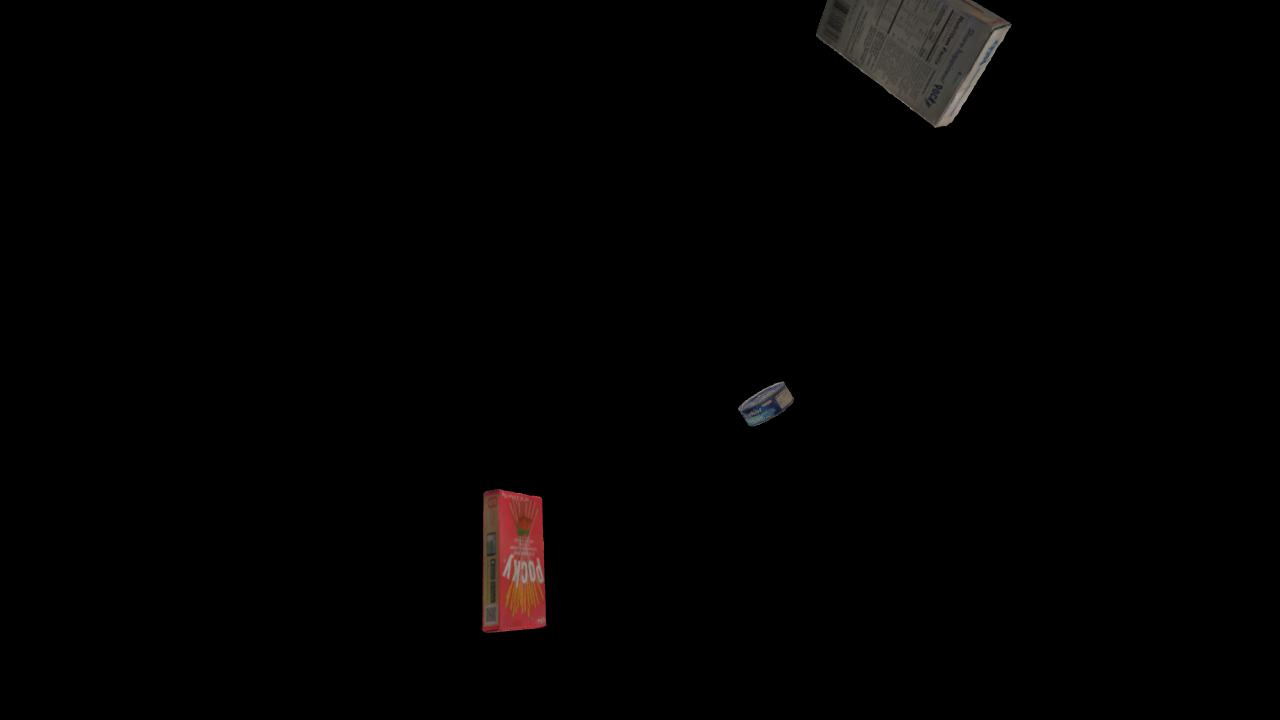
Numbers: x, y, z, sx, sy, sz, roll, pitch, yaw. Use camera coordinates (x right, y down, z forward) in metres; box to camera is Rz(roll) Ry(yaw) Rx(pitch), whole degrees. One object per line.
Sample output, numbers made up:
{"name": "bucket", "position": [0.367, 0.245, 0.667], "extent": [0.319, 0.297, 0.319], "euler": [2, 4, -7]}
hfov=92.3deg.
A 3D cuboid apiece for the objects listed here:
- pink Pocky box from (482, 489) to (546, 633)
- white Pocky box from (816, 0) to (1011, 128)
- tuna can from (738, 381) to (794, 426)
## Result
{"name": "pink Pocky box", "position": [-0.147, 0.235, 0.724], "extent": [0.029, 0.155, 0.084], "euler": [-17, -26, 25]}
{"name": "white Pocky box", "position": [0.217, -0.273, 0.510], "extent": [0.028, 0.154, 0.084], "euler": [-25, -28, -24]}
{"name": "tuna can", "position": [0.198, 0.069, 0.964], "extent": [0.084, 0.034, 0.084], "euler": [-32, 0, 0]}
